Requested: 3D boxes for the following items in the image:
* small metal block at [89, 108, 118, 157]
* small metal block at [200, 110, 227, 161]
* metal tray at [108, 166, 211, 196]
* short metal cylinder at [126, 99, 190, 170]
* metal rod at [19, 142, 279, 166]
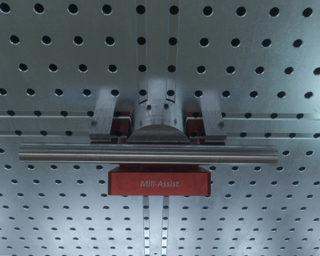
[{"bbox_3d":[-0.072,0.009,0.403,0.025,0.050,0.050,-1,130,0],"label":"small metal block"},{"bbox_3d":[0.068,0.012,0.406,0.025,0.050,0.050,-1,130,0],"label":"small metal block"},{"bbox_3d":[-0.001,0.072,0.433,0.131,0.090,0.030,0,87,-1],"label":"metal tray"},{"bbox_3d":[-0.002,0.010,0.403,0.081,0.050,0.079,0,130,0],"label":"short metal cylinder"},{"bbox_3d":[-0.013,0.031,0.372,0.302,0.025,0.025,1,130,-1],"label":"metal rod"}]
